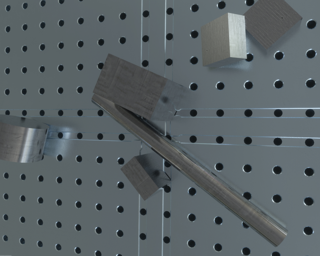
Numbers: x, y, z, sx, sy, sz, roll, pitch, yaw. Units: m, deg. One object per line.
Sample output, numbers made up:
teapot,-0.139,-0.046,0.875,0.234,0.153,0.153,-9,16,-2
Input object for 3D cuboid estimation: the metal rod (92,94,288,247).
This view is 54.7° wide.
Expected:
metal rod,0.027,0.042,0.402,0.300,0.025,0.025,37,102,15

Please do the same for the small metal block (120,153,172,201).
small metal block,-0.017,0.062,0.404,0.025,0.050,0.050,-43,77,15

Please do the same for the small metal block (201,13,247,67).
small metal block,0.075,-0.103,0.371,0.050,0.025,0.050,-4,88,60

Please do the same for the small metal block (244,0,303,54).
small metal block,0.129,-0.125,0.367,0.050,0.025,0.050,-43,77,14

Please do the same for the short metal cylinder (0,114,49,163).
short metal cylinder,-0.210,0.014,0.456,0.080,0.080,0.050,17,96,19

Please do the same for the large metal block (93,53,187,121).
large metal block,-0.022,-0.048,0.390,0.080,0.080,0.050,26,99,17
